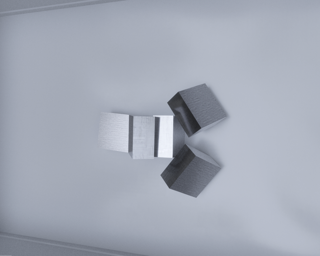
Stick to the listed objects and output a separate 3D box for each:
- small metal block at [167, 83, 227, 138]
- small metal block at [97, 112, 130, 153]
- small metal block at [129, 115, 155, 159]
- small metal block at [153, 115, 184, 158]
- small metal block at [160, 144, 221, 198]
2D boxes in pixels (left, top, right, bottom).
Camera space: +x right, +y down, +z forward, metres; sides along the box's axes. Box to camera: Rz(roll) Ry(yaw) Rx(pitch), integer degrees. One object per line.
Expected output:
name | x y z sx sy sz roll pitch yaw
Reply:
small metal block | 0.045 -0.022 0.376 0.050 0.050 0.025 59 139 10
small metal block | -0.056 0.005 0.426 0.050 0.025 0.050 7 92 19
small metal block | -0.024 0.010 0.384 0.025 0.050 0.050 1 94 -12
small metal block | 0.012 0.010 0.391 0.025 0.050 0.050 1 91 20
small metal block | 0.038 0.053 0.379 0.050 0.050 0.025 -53 40 12
